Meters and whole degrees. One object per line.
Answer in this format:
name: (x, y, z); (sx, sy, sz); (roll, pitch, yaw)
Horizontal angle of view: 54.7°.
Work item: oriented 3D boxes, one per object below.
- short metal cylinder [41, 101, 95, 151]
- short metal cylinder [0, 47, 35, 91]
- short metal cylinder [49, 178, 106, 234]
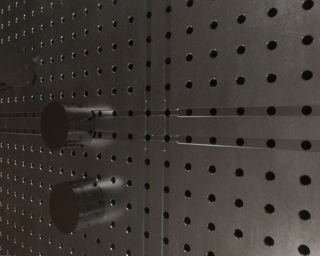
short metal cylinder: (-0.155, -0.003, 0.518); (0.080, 0.050, 0.079); (0, 90, 39)
short metal cylinder: (-0.300, -0.116, 0.617); (0.050, 0.081, 0.080); (-5, 87, 39)
short metal cylinder: (-0.134, 0.124, 0.501); (0.080, 0.050, 0.079); (0, 90, 39)
